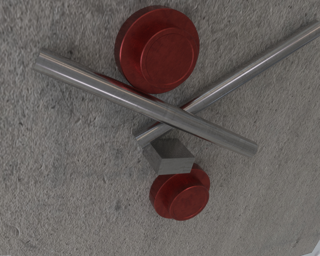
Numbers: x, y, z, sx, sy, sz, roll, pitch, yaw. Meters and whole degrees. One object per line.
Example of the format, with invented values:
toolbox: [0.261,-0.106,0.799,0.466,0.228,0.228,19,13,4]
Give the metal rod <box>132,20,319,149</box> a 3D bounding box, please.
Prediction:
metal rod: [0.097,-0.063,0.421,0.301,0.025,0.025,-32,129,-7]

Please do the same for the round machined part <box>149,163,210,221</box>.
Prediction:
round machined part: [0.037,0.104,0.481,0.099,0.042,0.097,-14,124,-21]

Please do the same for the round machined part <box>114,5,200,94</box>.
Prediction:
round machined part: [0.003,-0.082,0.346,0.099,0.042,0.097,-14,124,-21]

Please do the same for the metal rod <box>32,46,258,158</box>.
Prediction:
metal rod: [0.005,-0.019,0.371,0.302,0.025,0.025,22,107,-28]

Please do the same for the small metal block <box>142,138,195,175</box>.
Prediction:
small metal block: [0.011,0.038,0.420,0.050,0.050,0.025,1,118,-29]
